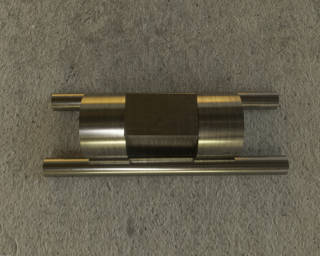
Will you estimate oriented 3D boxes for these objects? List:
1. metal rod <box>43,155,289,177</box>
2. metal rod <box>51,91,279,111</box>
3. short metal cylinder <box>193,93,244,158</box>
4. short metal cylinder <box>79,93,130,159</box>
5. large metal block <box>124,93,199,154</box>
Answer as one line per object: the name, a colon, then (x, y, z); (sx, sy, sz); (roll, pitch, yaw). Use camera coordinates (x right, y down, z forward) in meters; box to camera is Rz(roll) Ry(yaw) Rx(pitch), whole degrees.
metal rod: (0.008, 0.048, 0.392); (0.302, 0.025, 0.025); (0, 70, -1)
metal rod: (0.007, -0.036, 0.423); (0.302, 0.025, 0.025); (0, 70, -1)
short metal cylinder: (0.068, -0.003, 0.381); (0.050, 0.080, 0.080); (-1, 70, 0)
short metal cylinder: (-0.064, -0.003, 0.380); (0.050, 0.080, 0.080); (-1, 70, 0)
large metal block: (0.002, -0.002, 0.378); (0.081, 0.080, 0.050); (0, 70, 0)
